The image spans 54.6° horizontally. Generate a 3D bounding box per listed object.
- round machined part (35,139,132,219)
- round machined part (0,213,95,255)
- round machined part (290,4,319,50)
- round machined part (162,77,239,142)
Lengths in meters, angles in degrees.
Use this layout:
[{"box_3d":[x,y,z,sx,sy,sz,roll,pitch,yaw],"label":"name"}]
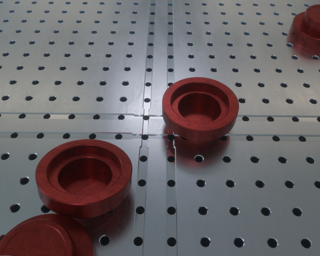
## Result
[{"box_3d":[-0.080,0.058,0.337,0.099,0.042,0.098,5,36,-3],"label":"round machined part"},{"box_3d":[-0.113,0.126,0.291,0.099,0.042,0.098,0,50,0],"label":"round machined part"},{"box_3d":[0.289,-0.185,0.553,0.099,0.042,0.098,0,50,0],"label":"round machined part"},{"box_3d":[0.052,-0.020,0.414,0.099,0.042,0.098,0,50,0],"label":"round machined part"}]
